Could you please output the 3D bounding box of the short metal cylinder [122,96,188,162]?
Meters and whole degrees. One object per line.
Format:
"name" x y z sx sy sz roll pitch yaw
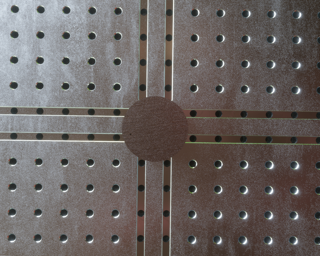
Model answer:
"short metal cylinder" -0.006 0.001 0.400 0.081 0.050 0.079 0 90 -1
